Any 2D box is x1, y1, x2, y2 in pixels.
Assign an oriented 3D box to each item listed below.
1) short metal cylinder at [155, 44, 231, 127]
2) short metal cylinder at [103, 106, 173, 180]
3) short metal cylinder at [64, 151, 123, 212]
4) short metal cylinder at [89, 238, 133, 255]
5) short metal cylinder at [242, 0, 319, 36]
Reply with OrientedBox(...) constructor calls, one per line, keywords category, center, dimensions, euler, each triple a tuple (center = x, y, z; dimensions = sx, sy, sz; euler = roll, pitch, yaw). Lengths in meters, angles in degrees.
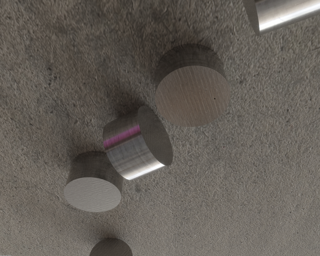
OrientedBox(category="short metal cylinder", center=(0.035, -0.047, 0.350), dimensions=(0.081, 0.050, 0.079), euler=(0, 130, 0))
OrientedBox(category="short metal cylinder", center=(-0.026, 0.019, 0.387), dimensions=(0.050, 0.080, 0.080), euler=(-25, 126, 20))
OrientedBox(category="short metal cylinder", center=(-0.095, 0.080, 0.458), dimensions=(0.081, 0.050, 0.079), euler=(0, 130, 0))
OrientedBox(category="short metal cylinder", center=(-0.094, 0.260, 0.592), dimensions=(0.081, 0.080, 0.050), euler=(5, 130, -5))
OrientedBox(category="short metal cylinder", center=(0.098, -0.126, 0.264), dimensions=(0.050, 0.080, 0.080), euler=(-18, 128, 14))
